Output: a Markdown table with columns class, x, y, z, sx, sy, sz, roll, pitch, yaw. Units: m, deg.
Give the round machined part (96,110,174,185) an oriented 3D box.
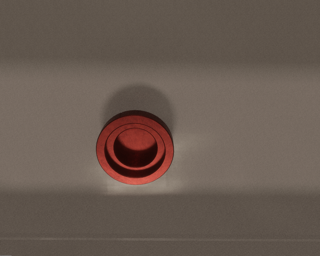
| class | x | y | z | sx | sy | sz | roll | pitch | yaw |
| --- | --- | --- | --- | --- | --- | --- | --- | --- | --- |
| round machined part | -0.032 | 0.022 | 0.410 | 0.099 | 0.042 | 0.097 | 0 | 110 | -1 |
